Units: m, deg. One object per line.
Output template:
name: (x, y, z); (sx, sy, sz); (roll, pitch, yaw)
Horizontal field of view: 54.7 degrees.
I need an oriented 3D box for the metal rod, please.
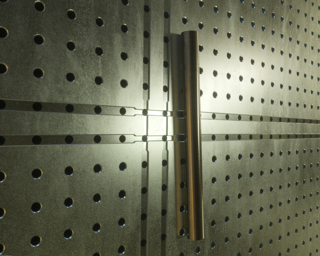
metal rod: (0.048, 0.012, 0.451); (0.025, 0.025, 0.298); (-3, 92, -40)
